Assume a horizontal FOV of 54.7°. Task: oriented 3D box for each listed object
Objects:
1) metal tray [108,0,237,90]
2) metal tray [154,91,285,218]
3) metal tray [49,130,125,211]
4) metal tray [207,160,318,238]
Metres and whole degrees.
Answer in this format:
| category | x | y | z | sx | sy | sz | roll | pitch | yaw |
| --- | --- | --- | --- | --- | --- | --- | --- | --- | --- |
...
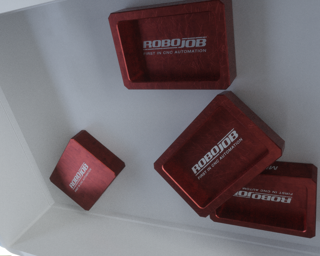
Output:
| category | x | y | z | sx | sy | sz | roll | pitch | yaw |
| --- | --- | --- | --- | --- | --- | --- | --- | --- | --- |
| metal tray | 0.014 | -0.089 | 0.342 | 0.130 | 0.030 | 0.089 | 3 | 120 | 26 |
| metal tray | 0.064 | 0.032 | 0.360 | 0.090 | 0.030 | 0.129 | 46 | 119 | 9 |
| metal tray | -0.125 | 0.074 | 0.517 | 0.090 | 0.030 | 0.129 | 40 | 129 | 1 |
| metal tray | 0.125 | 0.085 | 0.392 | 0.130 | 0.030 | 0.089 | 2 | 120 | 27 |
